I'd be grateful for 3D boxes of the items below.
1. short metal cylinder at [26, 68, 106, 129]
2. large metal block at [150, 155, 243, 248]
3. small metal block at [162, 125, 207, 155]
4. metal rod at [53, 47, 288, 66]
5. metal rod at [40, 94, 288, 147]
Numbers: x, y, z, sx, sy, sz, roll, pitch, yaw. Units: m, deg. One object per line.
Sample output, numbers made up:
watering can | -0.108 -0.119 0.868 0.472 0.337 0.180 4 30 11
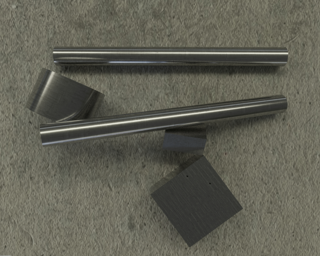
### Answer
short metal cylinder | -0.115 -0.034 0.381 0.080 0.080 0.050 23 90 -1
large metal block | 0.044 0.088 0.398 0.080 0.050 0.080 -36 91 0
small metal block | 0.031 0.006 0.395 0.050 0.050 0.025 9 124 -1
metal rod | 0.014 -0.095 0.410 0.302 0.025 0.025 0 90 -1
metal rod | 0.018 -0.012 0.372 0.302 0.025 0.025 -8 90 -16
